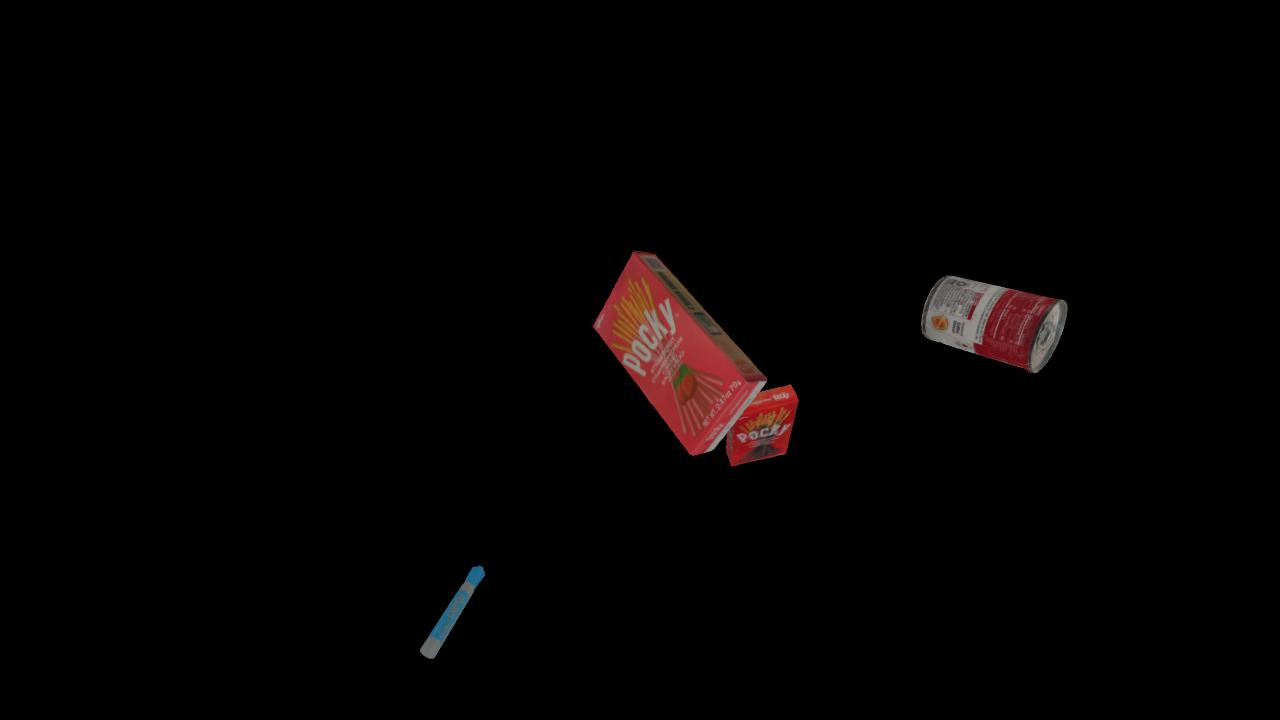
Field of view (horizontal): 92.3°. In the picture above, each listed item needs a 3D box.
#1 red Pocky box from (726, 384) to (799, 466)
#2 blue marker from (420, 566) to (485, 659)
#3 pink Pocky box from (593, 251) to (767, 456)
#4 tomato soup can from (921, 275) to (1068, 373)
[{"bbox_3d":[0.155,0.089,0.801,0.083,0.028,0.155,-13,-34,-1],"label":"red Pocky box"},{"bbox_3d":[-0.219,0.295,0.732,0.020,0.020,0.121,0,32,20],"label":"blue marker"},{"bbox_3d":[0.025,-0.008,0.494,0.029,0.084,0.155,-5,48,-44],"label":"pink Pocky box"},{"bbox_3d":[0.326,-0.036,0.572,0.068,0.068,0.101,0,19,-43],"label":"tomato soup can"}]
